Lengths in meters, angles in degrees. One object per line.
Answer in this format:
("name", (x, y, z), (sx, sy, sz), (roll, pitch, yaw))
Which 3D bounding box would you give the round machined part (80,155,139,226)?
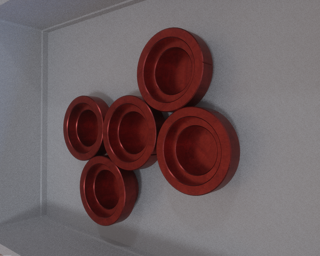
("round machined part", (-0.070, 0.088, 0.449), (0.098, 0.042, 0.097), (0, 90, 40))

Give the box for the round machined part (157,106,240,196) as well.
("round machined part", (0.047, 0.025, 0.354), (0.098, 0.042, 0.097), (0, 90, 40))

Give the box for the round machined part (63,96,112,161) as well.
("round machined part", (-0.103, 0.000, 0.478), (0.098, 0.042, 0.097), (0, 90, 40))

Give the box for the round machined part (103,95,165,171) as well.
("round machined part", (-0.029, 0.006, 0.415), (0.098, 0.042, 0.097), (0, 90, 40))

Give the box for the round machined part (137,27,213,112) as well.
("round machined part", (0.022, -0.067, 0.375), (0.098, 0.042, 0.097), (0, 90, 40))
